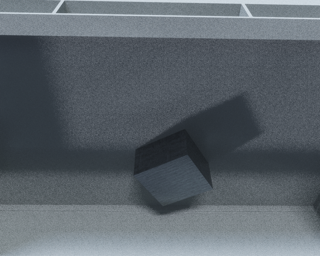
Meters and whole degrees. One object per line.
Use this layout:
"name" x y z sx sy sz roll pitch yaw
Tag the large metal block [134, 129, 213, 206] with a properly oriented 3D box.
"large metal block" 0.019 0.059 0.443 0.080 0.050 0.080 -24 127 18
